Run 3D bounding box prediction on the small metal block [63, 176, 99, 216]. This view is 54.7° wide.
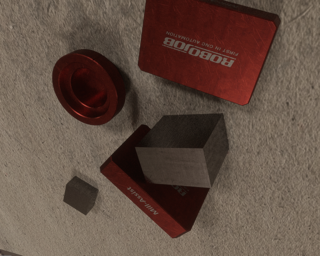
[{"bbox_3d":[-0.142,0.121,0.554,0.050,0.025,0.050,29,128,9],"label":"small metal block"}]

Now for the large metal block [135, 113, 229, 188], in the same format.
[{"bbox_3d":[0.030,0.024,0.369,0.080,0.080,0.050,-1,118,28],"label":"large metal block"}]

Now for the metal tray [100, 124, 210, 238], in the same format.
[{"bbox_3d":[-0.002,0.066,0.405,0.130,0.090,0.030,43,129,-2],"label":"metal tray"}]

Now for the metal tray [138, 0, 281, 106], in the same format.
[{"bbox_3d":[0.045,-0.087,0.325,0.130,0.030,0.089,22,127,14],"label":"metal tray"}]

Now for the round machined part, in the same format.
[{"bbox_3d":[-0.087,-0.056,0.406,0.098,0.042,0.097,13,124,20],"label":"round machined part"}]
